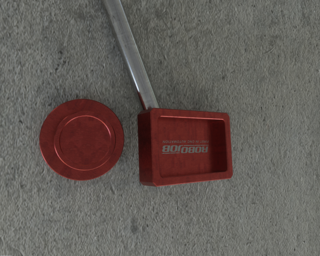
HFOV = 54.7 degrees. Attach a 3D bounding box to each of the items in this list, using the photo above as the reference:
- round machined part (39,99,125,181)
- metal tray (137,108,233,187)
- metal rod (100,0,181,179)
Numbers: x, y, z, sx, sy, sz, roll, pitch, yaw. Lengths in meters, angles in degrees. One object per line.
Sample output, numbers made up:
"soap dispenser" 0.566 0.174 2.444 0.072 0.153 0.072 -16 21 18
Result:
"round machined part" -0.090 0.014 0.367 0.099 0.042 0.097 0 90 -20
"metal tray" 0.036 0.024 0.397 0.131 0.030 0.089 1 83 -35
"metal rod" -0.030 -0.076 0.397 0.025 0.025 0.298 -23 98 -19
